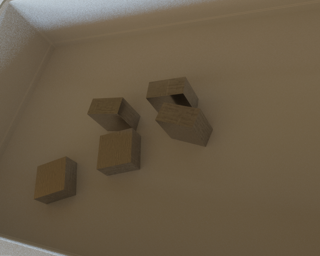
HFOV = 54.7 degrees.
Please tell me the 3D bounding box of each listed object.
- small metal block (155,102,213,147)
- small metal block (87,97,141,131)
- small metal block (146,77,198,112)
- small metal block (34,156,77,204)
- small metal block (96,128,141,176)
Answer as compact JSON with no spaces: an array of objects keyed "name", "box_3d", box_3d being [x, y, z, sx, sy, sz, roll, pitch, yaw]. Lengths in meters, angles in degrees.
[{"name":"small metal block","box_3d":[0.030,-0.004,0.375,0.050,0.050,0.025,13,69,33]},{"name":"small metal block","box_3d":[-0.063,-0.018,0.432,0.050,0.050,0.025,0,62,28]},{"name":"small metal block","box_3d":[0.017,-0.039,0.403,0.050,0.050,0.025,-5,60,25]},{"name":"small metal block","box_3d":[-0.146,0.074,0.435,0.050,0.025,0.050,-19,54,16]},{"name":"small metal block","box_3d":[-0.054,0.032,0.413,0.050,0.025,0.050,-14,56,20]}]
